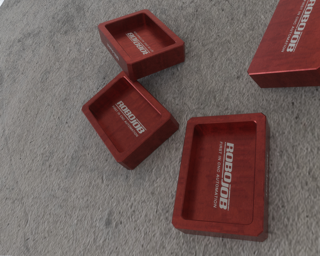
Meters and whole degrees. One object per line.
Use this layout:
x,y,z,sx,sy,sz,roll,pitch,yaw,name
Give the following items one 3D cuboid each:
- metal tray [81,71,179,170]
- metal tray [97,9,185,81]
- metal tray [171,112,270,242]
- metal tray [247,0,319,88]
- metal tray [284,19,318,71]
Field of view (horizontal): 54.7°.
-0.046,-0.016,0.434,0.090,0.030,0.130,-42,51,-1,metal tray
-0.031,-0.133,0.477,0.091,0.030,0.130,-24,49,-15,metal tray
0.068,0.049,0.334,0.090,0.030,0.130,-3,60,26,metal tray
0.166,-0.109,0.356,0.090,0.030,0.130,7,65,54,metal tray
0.216,-0.096,0.345,0.130,0.030,0.090,11,67,32,metal tray
